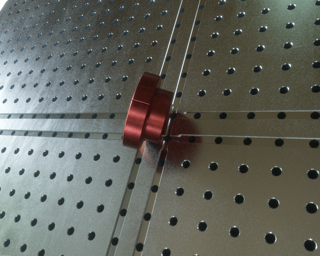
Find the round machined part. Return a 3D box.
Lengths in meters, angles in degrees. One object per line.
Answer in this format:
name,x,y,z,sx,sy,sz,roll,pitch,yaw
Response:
round machined part,-0.012,-0.018,0.392,0.042,0.098,0.098,17,67,2
